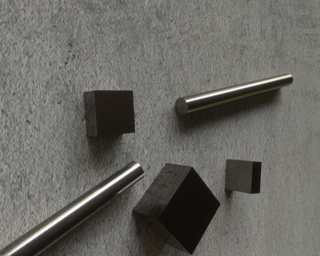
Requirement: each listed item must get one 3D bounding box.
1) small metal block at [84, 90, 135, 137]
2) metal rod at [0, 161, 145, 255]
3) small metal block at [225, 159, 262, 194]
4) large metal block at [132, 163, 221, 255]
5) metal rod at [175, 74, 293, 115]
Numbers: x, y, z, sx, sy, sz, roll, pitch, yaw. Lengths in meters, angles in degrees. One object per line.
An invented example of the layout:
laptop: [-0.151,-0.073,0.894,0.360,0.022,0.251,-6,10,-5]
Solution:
small metal block: [-0.058,-0.018,0.358,0.050,0.025,0.050,-6,94,-40]
metal rod: [-0.132,0.118,0.295,0.302,0.025,0.025,-32,111,-35]
small metal block: [0.135,0.078,0.505,0.025,0.050,0.050,7,86,-40]
large metal block: [0.025,0.105,0.412,0.080,0.050,0.080,-52,121,-27]
metal rod: [0.142,-0.064,0.526,0.302,0.025,0.025,-17,101,-39]
